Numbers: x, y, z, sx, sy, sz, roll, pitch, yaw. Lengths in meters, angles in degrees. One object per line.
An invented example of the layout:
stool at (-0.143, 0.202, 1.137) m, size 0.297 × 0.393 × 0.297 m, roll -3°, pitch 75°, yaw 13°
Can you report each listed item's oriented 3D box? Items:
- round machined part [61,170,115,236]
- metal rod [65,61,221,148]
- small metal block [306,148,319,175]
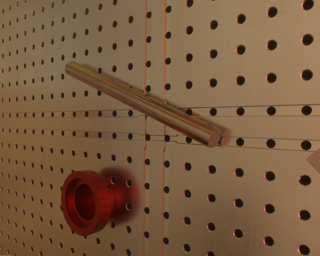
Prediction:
round machined part at (-0.109, 0.114, 0.485) m, size 0.098 × 0.042 × 0.097 m, roll 0°, pitch 90°, yaw 39°
metal rod at (-0.044, -0.045, 0.443) m, size 0.300 × 0.025 × 0.025 m, roll 28°, pitch 108°, yaw 36°
small metal block at (0.168, 0.030, 0.270) m, size 0.050 × 0.025 × 0.050 m, roll -49°, pitch 61°, yaw 28°
